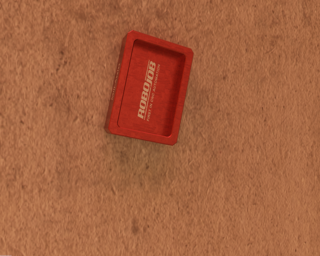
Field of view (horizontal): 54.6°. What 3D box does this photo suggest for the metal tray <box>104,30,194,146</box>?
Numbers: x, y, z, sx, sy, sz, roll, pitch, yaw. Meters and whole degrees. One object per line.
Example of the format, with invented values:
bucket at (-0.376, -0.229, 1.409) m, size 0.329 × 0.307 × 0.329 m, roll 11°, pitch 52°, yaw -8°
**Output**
metal tray at (-0.013, -0.049, 0.400) m, size 0.091 × 0.030 × 0.129 m, roll 12°, pitch 86°, yaw -20°
